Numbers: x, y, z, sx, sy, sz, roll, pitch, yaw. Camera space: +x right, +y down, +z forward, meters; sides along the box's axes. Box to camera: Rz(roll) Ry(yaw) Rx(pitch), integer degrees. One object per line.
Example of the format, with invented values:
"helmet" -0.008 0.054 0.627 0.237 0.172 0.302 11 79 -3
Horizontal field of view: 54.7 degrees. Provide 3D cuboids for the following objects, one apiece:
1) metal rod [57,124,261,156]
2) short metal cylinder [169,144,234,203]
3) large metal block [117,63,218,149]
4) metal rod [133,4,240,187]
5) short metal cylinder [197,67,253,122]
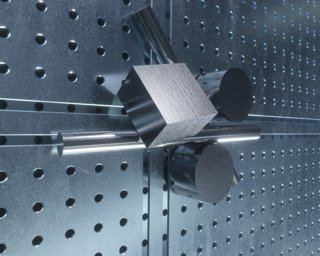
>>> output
"metal rod" 0.023 0.011 0.402 0.303 0.025 0.025 -2 92 -34
"short metal cylinder" 0.059 0.061 0.438 0.081 0.050 0.079 0 90 -40
"large metal block" 0.008 -0.030 0.372 0.081 0.050 0.080 -13 64 -39
"metal rod" 0.047 -0.030 0.445 0.025 0.025 0.299 -46 118 -30
"short metal cylinder" 0.096 -0.048 0.469 0.081 0.050 0.079 0 90 -40
